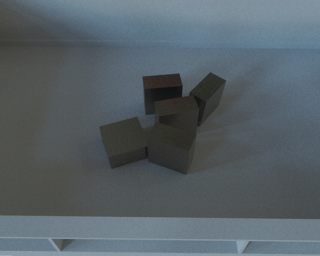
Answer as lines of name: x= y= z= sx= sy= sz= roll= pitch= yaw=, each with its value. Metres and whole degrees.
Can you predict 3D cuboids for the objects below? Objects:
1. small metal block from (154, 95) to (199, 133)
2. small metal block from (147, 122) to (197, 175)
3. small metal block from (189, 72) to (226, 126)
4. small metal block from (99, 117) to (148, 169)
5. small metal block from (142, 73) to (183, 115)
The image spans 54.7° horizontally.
small metal block: x=0.021 y=-0.012 z=0.399 sx=0.050 sy=0.050 sz=0.025 roll=-11 pitch=51 yaw=-8
small metal block: x=0.013 y=0.025 z=0.368 sx=0.050 sy=0.050 sz=0.025 roll=18 pitch=52 yaw=14
small metal block: x=0.061 y=-0.039 z=0.421 sx=0.025 sy=0.050 sz=0.050 roll=33 pitch=57 yaw=19
small metal block: x=-0.044 y=0.018 z=0.390 sx=0.050 sy=0.025 sz=0.050 roll=-16 pitch=52 yaw=-13
small metal block: x=0.003 y=-0.046 z=0.427 sx=0.050 sy=0.050 sz=0.025 roll=-6 pitch=51 yaw=-5
